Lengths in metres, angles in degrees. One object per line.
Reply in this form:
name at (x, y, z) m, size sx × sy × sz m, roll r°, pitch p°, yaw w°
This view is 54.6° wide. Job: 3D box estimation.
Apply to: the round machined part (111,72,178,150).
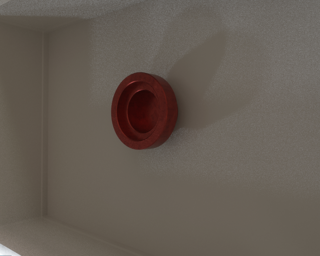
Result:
round machined part at (-0.016, -0.021, 0.406) m, size 0.098 × 0.042 × 0.097 m, roll 0°, pitch 90°, yaw 40°
